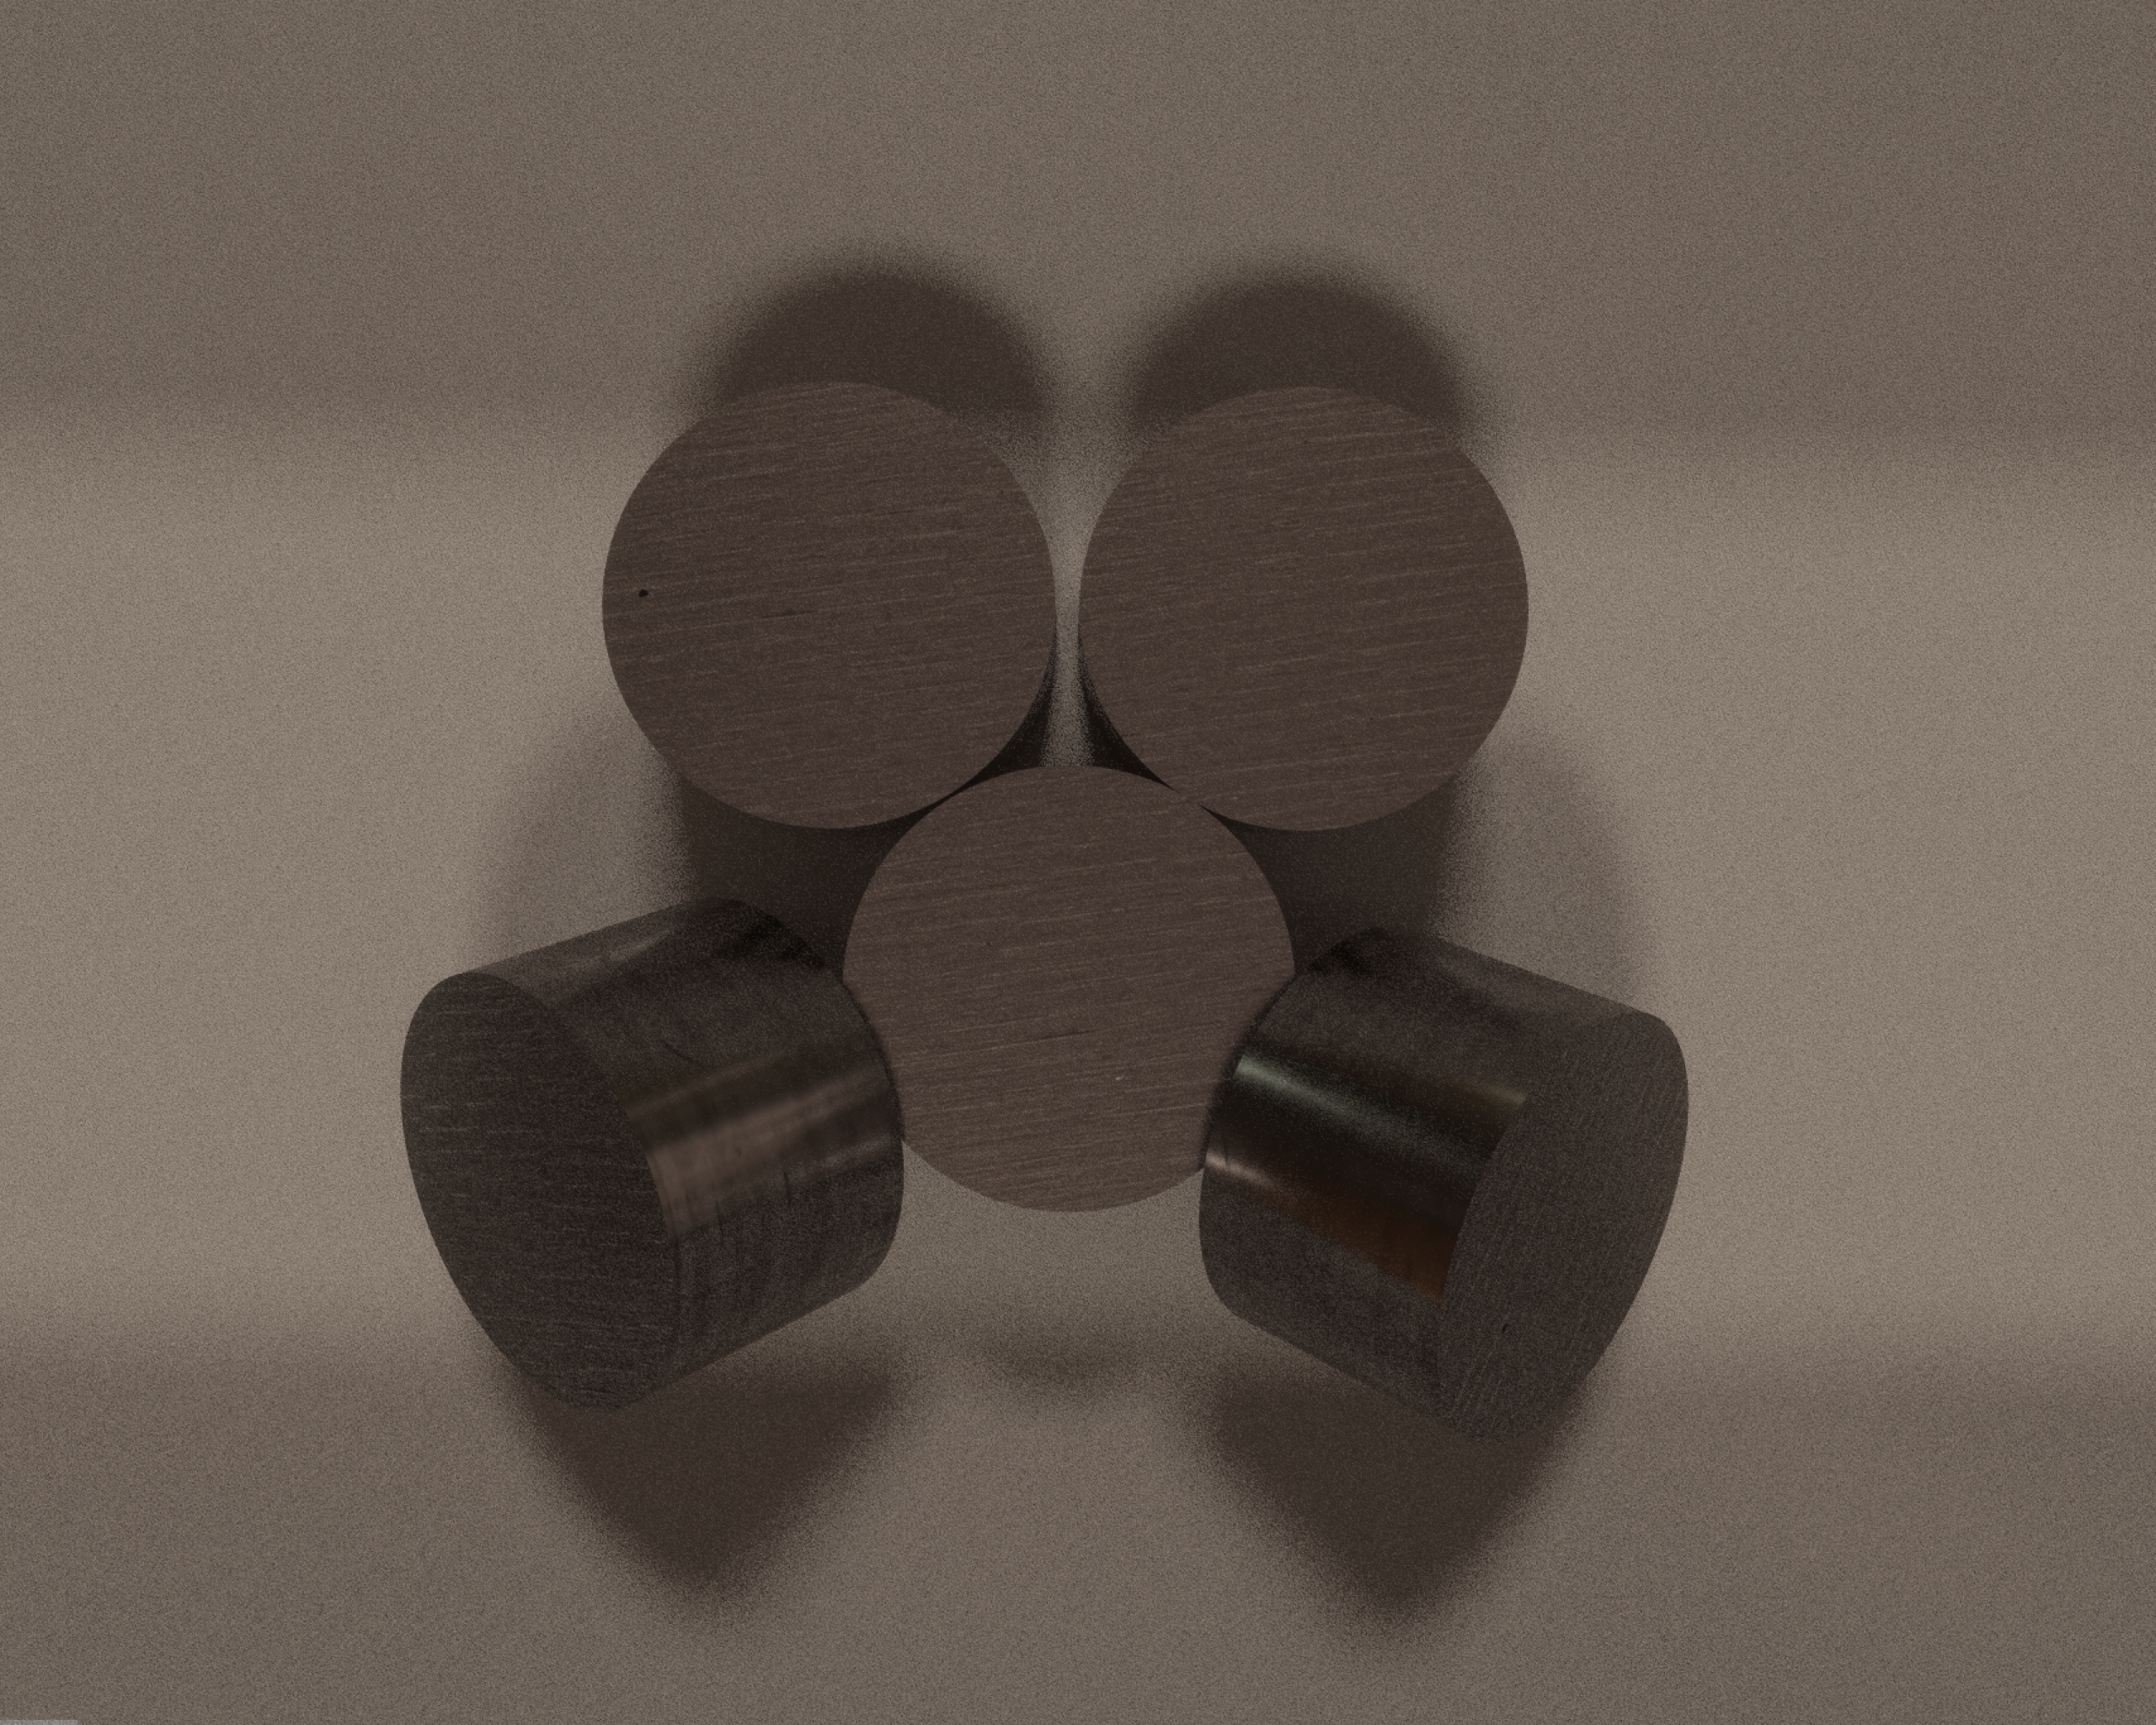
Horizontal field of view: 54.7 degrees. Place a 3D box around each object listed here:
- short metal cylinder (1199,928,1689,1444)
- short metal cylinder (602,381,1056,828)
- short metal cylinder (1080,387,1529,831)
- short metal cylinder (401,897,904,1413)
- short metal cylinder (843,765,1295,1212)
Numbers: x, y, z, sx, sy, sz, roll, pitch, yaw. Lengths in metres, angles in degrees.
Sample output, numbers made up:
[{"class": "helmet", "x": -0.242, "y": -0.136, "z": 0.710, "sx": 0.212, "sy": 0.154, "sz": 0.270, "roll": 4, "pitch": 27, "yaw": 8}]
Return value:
[{"class": "short metal cylinder", "x": 0.067, "y": 0.057, "z": 0.377, "sx": 0.050, "sy": 0.080, "sz": 0.080, "roll": 21, "pitch": 90, "yaw": 39}, {"class": "short metal cylinder", "x": -0.044, "y": -0.046, "z": 0.396, "sx": 0.081, "sy": 0.050, "sz": 0.079, "roll": 0, "pitch": 90, "yaw": -1}, {"class": "short metal cylinder", "x": 0.040, "y": -0.046, "z": 0.398, "sx": 0.081, "sy": 0.050, "sz": 0.079, "roll": 0, "pitch": 90, "yaw": -1}, {"class": "short metal cylinder", "x": -0.077, "y": 0.051, "z": 0.376, "sx": 0.050, "sy": 0.080, "sz": 0.080, "roll": -20, "pitch": 91, "yaw": -45}, {"class": "short metal cylinder", "x": -0.002, "y": 0.022, "z": 0.396, "sx": 0.081, "sy": 0.050, "sz": 0.079, "roll": 0, "pitch": 90, "yaw": -1}]
